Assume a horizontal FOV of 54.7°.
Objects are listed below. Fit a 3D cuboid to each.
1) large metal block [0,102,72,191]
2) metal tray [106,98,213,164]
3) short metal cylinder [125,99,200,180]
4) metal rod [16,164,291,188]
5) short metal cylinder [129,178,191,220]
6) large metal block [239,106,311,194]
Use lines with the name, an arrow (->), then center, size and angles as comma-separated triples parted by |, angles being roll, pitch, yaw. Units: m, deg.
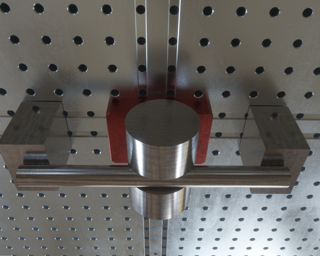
large metal block -> -0.152, 0.022, 0.391 | 0.050, 0.080, 0.079 | 1, 130, -1
metal tray -> -0.001, 0.006, 0.413 | 0.131, 0.030, 0.089 | 1, 130, -1
short metal cylinder -> 0.002, 0.011, 0.346 | 0.081, 0.080, 0.050 | 1, 130, -1
metal rod -> -0.006, 0.055, 0.352 | 0.302, 0.025, 0.025 | 0, 130, -1
short metal cylinder -> 0.000, 0.068, 0.394 | 0.081, 0.080, 0.050 | 1, 130, -1
large metal block -> 0.141, 0.028, 0.399 | 0.050, 0.080, 0.079 | 1, 130, -1
